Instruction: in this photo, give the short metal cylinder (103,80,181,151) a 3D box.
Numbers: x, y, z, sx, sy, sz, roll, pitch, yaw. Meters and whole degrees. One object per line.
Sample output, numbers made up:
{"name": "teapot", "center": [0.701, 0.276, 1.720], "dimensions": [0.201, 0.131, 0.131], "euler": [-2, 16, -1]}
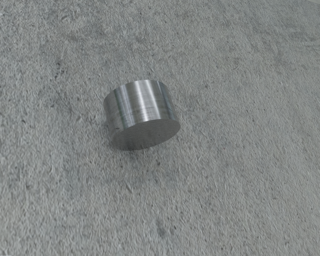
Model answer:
{"name": "short metal cylinder", "center": [-0.022, -0.013, 0.364], "dimensions": [0.081, 0.080, 0.050], "euler": [-4, 64, -30]}
